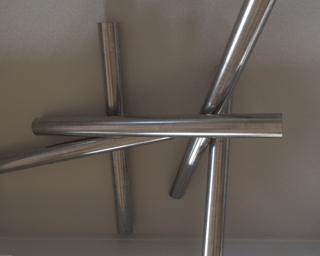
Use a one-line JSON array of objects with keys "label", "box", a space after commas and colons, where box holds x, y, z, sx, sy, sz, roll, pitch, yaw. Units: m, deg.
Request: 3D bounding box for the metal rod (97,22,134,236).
[{"label": "metal rod", "box": [-0.057, 0.015, 0.416, 0.025, 0.025, 0.298, -2, 110, 0]}]

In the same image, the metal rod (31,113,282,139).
[{"label": "metal rod", "box": [-0.022, -0.002, 0.354, 0.301, 0.025, 0.025, 0, 112, 22]}]

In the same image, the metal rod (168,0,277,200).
[{"label": "metal rod", "box": [0.056, -0.014, 0.348, 0.025, 0.025, 0.298, 13, 132, -5]}]

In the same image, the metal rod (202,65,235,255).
[{"label": "metal rod", "box": [0.069, 0.072, 0.374, 0.025, 0.025, 0.298, 5, 86, -2]}]

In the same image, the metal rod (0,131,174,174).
[{"label": "metal rod", "box": [-0.130, 0.032, 0.403, 0.301, 0.025, 0.025, -12, 110, 11]}]
